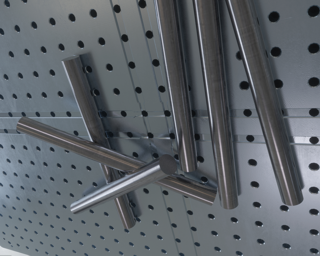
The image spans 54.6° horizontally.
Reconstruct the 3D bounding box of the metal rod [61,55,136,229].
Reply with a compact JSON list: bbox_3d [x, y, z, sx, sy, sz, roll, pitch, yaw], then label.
[{"bbox_3d":[-0.087,0.037,0.480,0.025,0.025,0.298,0,119,28],"label":"metal rod"}]

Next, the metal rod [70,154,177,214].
[{"bbox_3d":[-0.073,0.096,0.470,0.025,0.025,0.299,49,139,-7],"label":"metal rod"}]

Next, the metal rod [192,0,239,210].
[{"bbox_3d":[0.067,-0.028,0.358,0.025,0.025,0.298,2,120,27],"label":"metal rod"}]

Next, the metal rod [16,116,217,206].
[{"bbox_3d":[-0.065,0.045,0.447,0.301,0.025,0.025,20,127,6],"label":"metal rod"}]

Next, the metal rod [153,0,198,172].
[{"bbox_3d":[0.016,-0.078,0.354,0.025,0.025,0.298,4,121,26],"label":"metal rod"}]

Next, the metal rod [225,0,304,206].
[{"bbox_3d":[0.108,-0.043,0.327,0.025,0.025,0.299,-9,114,32],"label":"metal rod"}]
